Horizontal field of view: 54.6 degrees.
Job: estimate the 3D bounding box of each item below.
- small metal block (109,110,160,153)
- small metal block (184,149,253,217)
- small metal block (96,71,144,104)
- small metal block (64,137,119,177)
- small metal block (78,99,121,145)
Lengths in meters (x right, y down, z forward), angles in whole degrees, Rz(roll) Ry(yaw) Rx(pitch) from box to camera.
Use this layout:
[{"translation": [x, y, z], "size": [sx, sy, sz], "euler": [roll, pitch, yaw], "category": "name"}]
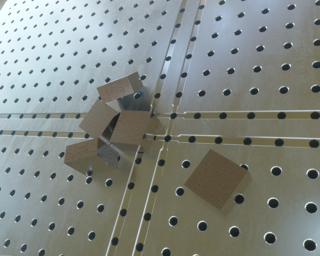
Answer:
[{"translation": [-0.034, 0.004, 0.425], "size": [0.050, 0.025, 0.050], "euler": [5, 64, 30], "category": "small metal block"}, {"translation": [0.064, 0.059, 0.339], "size": [0.050, 0.025, 0.050], "euler": [31, 79, 38], "category": "small metal block"}, {"translation": [-0.058, -0.061, 0.460], "size": [0.050, 0.025, 0.050], "euler": [-18, 13, 17], "category": "small metal block"}, {"translation": [-0.091, 0.040, 0.416], "size": [0.050, 0.050, 0.025], "euler": [-15, 56, 20], "category": "small metal block"}, {"translation": [-0.084, -0.008, 0.455], "size": [0.050, 0.025, 0.050], "euler": [32, 86, 38], "category": "small metal block"}]
